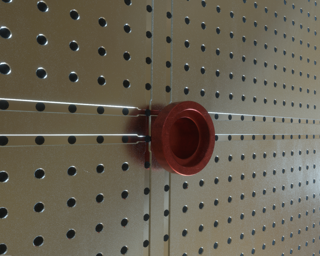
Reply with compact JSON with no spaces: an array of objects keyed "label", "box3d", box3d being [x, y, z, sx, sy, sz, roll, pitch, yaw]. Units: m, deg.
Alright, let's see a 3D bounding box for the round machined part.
[{"label":"round machined part","box3d":[0.027,0.013,0.419,0.099,0.042,0.097,0,90,-40]}]
